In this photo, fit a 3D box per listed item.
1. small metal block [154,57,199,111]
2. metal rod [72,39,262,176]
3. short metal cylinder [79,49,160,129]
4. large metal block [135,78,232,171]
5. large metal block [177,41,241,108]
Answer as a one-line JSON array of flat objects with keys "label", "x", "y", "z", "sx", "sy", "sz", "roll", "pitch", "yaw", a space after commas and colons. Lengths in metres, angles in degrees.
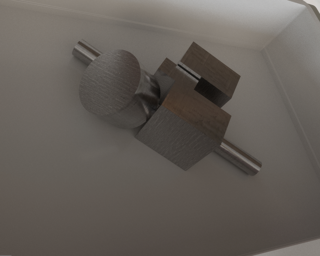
[{"label": "small metal block", "x": 0.013, "y": -0.054, "z": 0.400, "sx": 0.050, "sy": 0.050, "sz": 0.025, "roll": 35, "pitch": 51, "yaw": -5}, {"label": "metal rod", "x": 0.014, "y": -0.025, "z": 0.429, "sx": 0.301, "sy": 0.025, "sz": 0.025, "roll": 34, "pitch": 51, "yaw": -6}, {"label": "short metal cylinder", "x": -0.047, "y": -0.044, "z": 0.364, "sx": 0.050, "sy": 0.080, "sz": 0.080, "roll": 37, "pitch": 35, "yaw": -59}, {"label": "large metal block", "x": 0.027, "y": -0.001, "z": 0.386, "sx": 0.080, "sy": 0.080, "sz": 0.050, "roll": 34, "pitch": 51, "yaw": -6}, {"label": "large metal block", "x": 0.051, "y": -0.058, "z": 0.435, "sx": 0.080, "sy": 0.080, "sz": 0.050, "roll": 35, "pitch": 51, "yaw": -6}]
